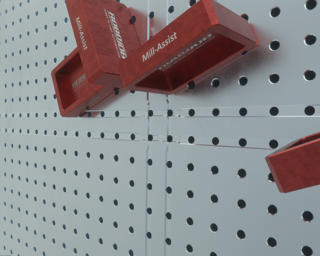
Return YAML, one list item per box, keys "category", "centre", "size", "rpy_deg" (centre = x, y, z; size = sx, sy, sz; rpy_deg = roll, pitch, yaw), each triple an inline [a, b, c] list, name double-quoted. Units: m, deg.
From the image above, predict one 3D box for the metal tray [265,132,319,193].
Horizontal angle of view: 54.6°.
- category: "metal tray"
  centre: [0.158, 0.008, 0.234]
  size: [0.130, 0.091, 0.030]
  rpy_deg: [-27, 80, 37]

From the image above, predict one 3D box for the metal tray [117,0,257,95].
- category: "metal tray"
  centre: [0.028, -0.081, 0.344]
  size: [0.130, 0.091, 0.030]
  rpy_deg: [-27, 73, 37]

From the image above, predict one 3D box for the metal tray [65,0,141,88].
- category: "metal tray"
  centre: [-0.070, -0.120, 0.425]
  size: [0.030, 0.091, 0.130]
  rpy_deg: [-29, 72, 36]

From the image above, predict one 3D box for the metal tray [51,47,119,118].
- category: "metal tray"
  centre: [-0.125, -0.082, 0.511]
  size: [0.130, 0.030, 0.090]
  rpy_deg: [-28, 73, 36]
